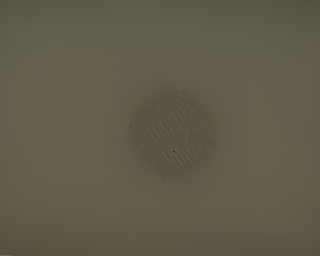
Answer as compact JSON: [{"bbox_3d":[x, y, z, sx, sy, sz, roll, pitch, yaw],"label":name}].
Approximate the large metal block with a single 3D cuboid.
[{"bbox_3d":[0.017,0.008,0.399,0.080,0.050,0.080,-33,90,0],"label":"large metal block"}]
